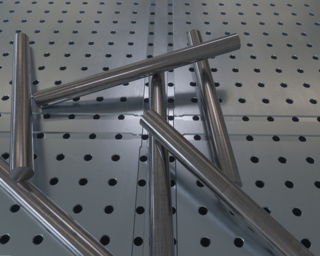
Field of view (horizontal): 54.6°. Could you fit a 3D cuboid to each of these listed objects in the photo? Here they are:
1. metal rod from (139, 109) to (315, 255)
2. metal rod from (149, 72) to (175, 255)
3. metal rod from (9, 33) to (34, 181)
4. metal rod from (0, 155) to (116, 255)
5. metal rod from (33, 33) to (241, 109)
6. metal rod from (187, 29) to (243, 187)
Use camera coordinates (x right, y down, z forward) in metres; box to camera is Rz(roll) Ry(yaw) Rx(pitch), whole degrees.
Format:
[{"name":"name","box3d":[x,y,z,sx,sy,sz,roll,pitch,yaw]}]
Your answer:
[{"name":"metal rod","box3d":[0.085,0.080,0.322,0.025,0.025,0.300,-35,64,-26]},{"name":"metal rod","box3d":[-0.002,0.021,0.390,0.025,0.025,0.300,-1,50,-1]},{"name":"metal rod","box3d":[-0.194,-0.052,0.435,0.025,0.025,0.300,-14,47,-11]},{"name":"metal rod","box3d":[-0.128,0.086,0.334,0.300,0.025,0.025,31,57,23]},{"name":"metal rod","box3d":[-0.030,-0.083,0.448,0.301,0.025,0.025,-17,52,-3]},{"name":"metal rod","box3d":[0.070,-0.048,0.447,0.025,0.025,0.300,-3,50,-3]}]
